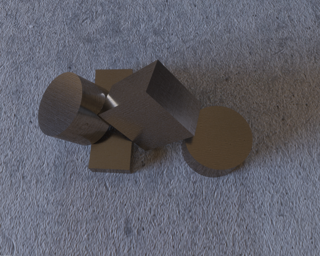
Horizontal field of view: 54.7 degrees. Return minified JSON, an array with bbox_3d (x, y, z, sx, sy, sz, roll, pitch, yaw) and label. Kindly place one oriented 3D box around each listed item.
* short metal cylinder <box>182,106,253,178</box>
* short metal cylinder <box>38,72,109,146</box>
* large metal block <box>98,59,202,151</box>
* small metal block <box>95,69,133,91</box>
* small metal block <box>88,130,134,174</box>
[{"bbox_3d":[0.069,0.019,0.390,0.081,0.050,0.080,0,70,0],"label":"short metal cylinder"},{"bbox_3d":[-0.104,-0.022,0.384,0.080,0.050,0.080,-13,67,33],"label":"short metal cylinder"},{"bbox_3d":[-0.011,-0.022,0.368,0.080,0.080,0.050,41,48,-30],"label":"large metal block"},{"bbox_3d":[-0.063,-0.053,0.428,0.050,0.025,0.050,-1,70,-1],"label":"small metal block"},{"bbox_3d":[-0.061,0.031,0.397,0.050,0.025,0.050,3,70,0],"label":"small metal block"}]
